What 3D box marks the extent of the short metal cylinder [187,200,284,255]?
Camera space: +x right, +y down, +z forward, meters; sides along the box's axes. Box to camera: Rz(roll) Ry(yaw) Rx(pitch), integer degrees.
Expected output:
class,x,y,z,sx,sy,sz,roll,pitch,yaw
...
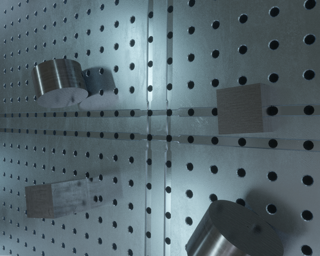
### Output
class,x,y,z,sx,sy,sz,roll,pitch,yaw
short metal cylinder,0.074,0.119,0.312,0.080,0.081,0.050,39,114,33

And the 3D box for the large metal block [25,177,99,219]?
class,x,y,z,sx,sy,sz,roll,pitch,yaw
large metal block,-0.160,0.113,0.506,0.080,0.081,0.050,-13,82,39

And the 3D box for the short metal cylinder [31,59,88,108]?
class,x,y,z,sx,sy,sz,roll,pitch,yaw
short metal cylinder,-0.164,-0.071,0.509,0.080,0.081,0.050,-27,73,37

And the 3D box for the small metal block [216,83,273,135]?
class,x,y,z,sx,sy,sz,roll,pitch,yaw
small metal block,0.091,-0.019,0.335,0.050,0.025,0.050,-4,87,40
